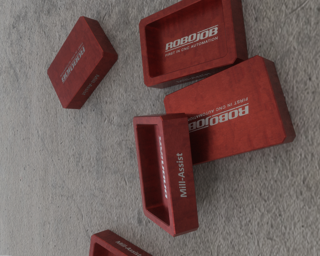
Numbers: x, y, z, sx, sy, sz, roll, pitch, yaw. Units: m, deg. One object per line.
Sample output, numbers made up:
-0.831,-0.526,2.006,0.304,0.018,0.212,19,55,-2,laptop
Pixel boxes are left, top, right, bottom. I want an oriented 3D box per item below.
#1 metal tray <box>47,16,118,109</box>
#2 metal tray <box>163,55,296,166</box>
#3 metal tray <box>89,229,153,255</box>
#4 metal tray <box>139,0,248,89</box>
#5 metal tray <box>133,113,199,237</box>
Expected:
-0.132,-0.104,0.511,0.129,0.030,0.090,-45,63,30,metal tray
0.070,-0.013,0.344,0.130,0.030,0.090,-20,77,38,metal tray
-0.051,0.214,0.443,0.130,0.030,0.089,14,99,39,metal tray
0.035,-0.104,0.372,0.130,0.030,0.089,-9,84,39,metal tray
0.004,0.049,0.364,0.090,0.030,0.129,-177,80,-65,metal tray
